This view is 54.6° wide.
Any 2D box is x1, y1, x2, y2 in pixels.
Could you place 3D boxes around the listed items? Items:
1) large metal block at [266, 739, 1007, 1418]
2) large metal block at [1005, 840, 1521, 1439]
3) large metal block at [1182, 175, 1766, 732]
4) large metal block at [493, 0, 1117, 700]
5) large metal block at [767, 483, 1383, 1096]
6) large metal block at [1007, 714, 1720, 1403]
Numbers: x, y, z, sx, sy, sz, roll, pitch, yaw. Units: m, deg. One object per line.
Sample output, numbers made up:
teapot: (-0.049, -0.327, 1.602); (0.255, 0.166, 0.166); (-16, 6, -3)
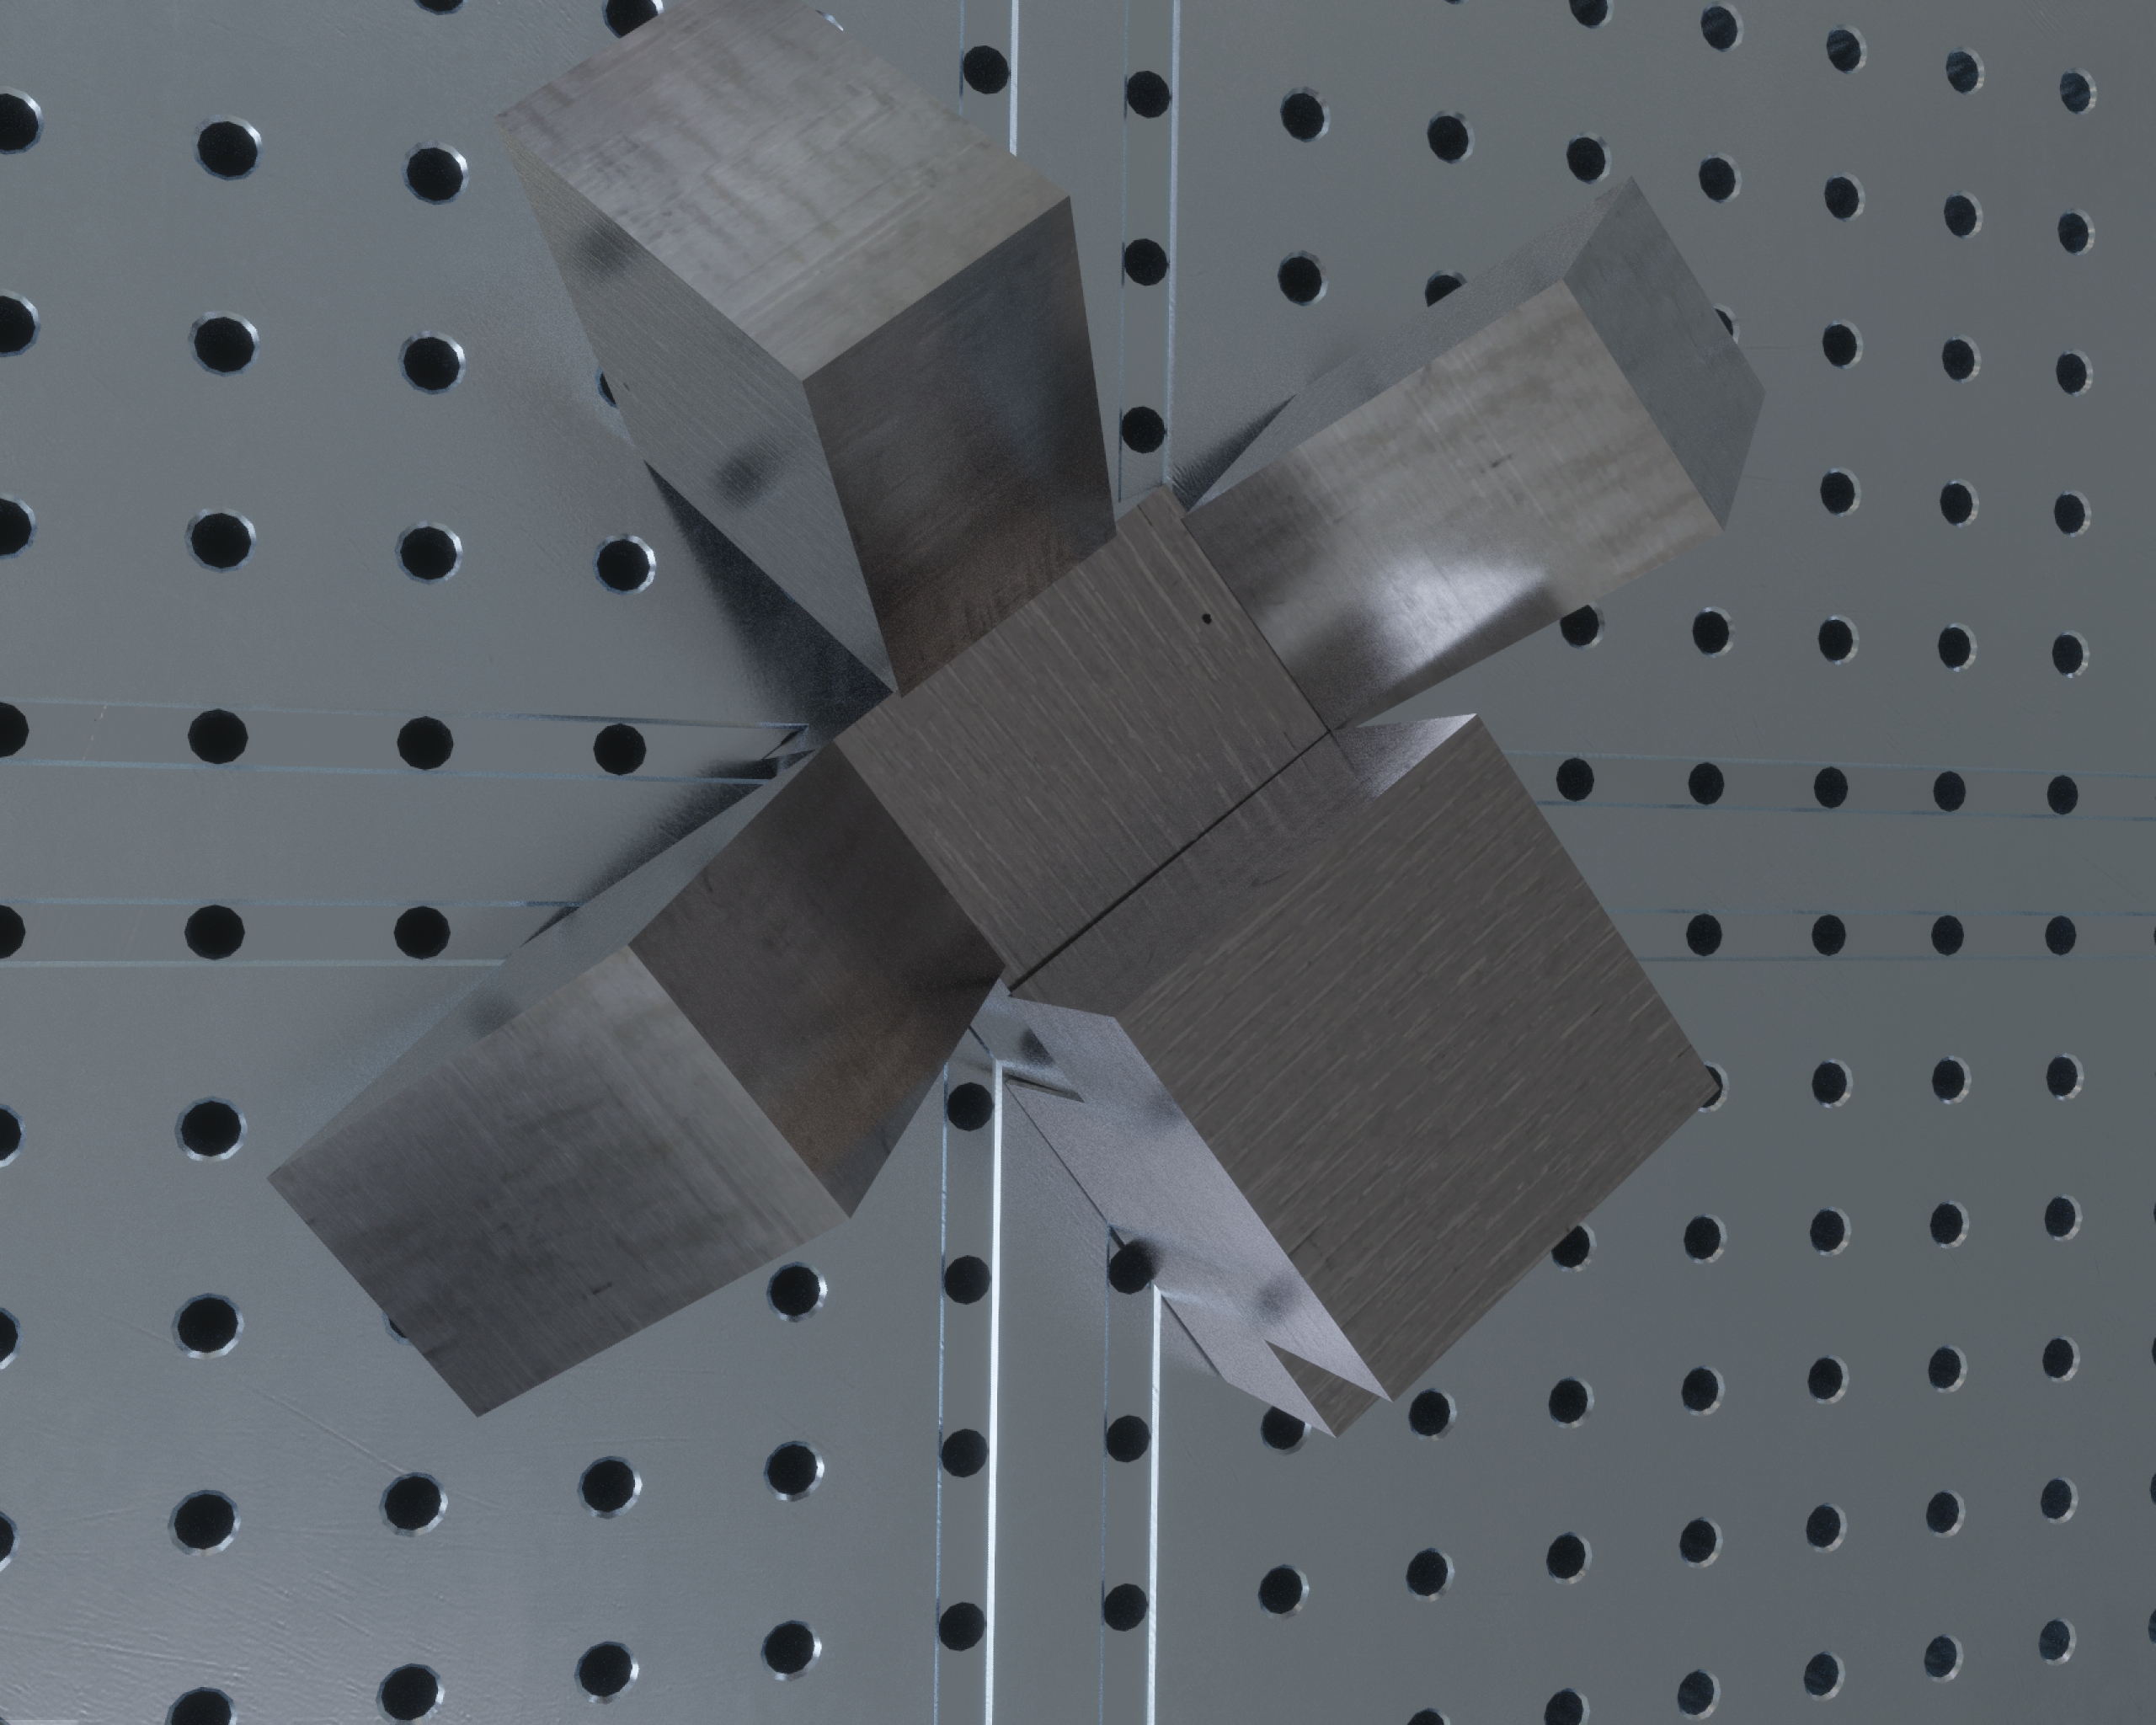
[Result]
large metal block: (-0.068, 0.033, 0.342); (0.080, 0.080, 0.050); (-31, 103, 25)
large metal block: (0.047, 0.052, 0.416); (0.080, 0.050, 0.080); (-39, 101, -17)
large metal block: (0.077, -0.077, 0.395); (0.050, 0.080, 0.080); (54, 34, -12)
large metal block: (-0.042, -0.088, 0.351); (0.050, 0.080, 0.080); (-40, 64, -15)
large metal block: (0.001, -0.013, 0.399); (0.080, 0.050, 0.080); (-40, 103, -16)
large metal block: (0.049, 0.031, 0.363); (0.080, 0.050, 0.080); (-39, 103, -17)
